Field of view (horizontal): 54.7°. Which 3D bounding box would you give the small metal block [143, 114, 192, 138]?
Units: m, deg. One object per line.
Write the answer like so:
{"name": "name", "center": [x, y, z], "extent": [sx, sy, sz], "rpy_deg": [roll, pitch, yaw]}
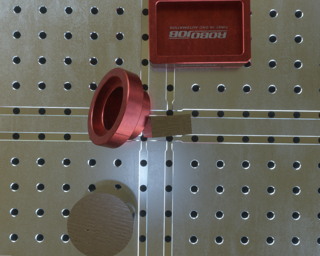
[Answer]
{"name": "small metal block", "center": [0.008, -0.002, 0.395], "extent": [0.050, 0.050, 0.025], "rpy_deg": [-5, 91, -15]}

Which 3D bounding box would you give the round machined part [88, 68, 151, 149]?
{"name": "round machined part", "center": [-0.048, -0.022, 0.386], "extent": [0.042, 0.098, 0.097], "rpy_deg": [17, 90, -35]}

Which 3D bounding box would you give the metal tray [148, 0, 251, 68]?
{"name": "metal tray", "center": [0.051, -0.128, 0.410], "extent": [0.131, 0.030, 0.089], "rpy_deg": [-1, 90, 0]}

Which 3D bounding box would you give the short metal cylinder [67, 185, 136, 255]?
{"name": "short metal cylinder", "center": [-0.072, 0.118, 0.400], "extent": [0.081, 0.050, 0.080], "rpy_deg": [0, 90, 0]}
